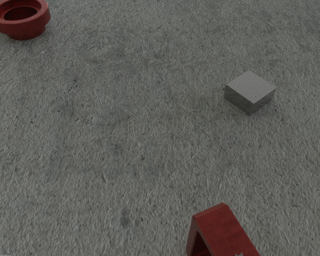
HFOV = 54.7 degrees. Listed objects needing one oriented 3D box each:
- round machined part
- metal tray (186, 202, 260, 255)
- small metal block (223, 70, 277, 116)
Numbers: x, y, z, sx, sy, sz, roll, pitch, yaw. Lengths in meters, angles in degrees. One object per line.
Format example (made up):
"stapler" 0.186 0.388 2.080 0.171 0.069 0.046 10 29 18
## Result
"round machined part" -0.245 -0.193 0.551 0.099 0.042 0.098 0 50 0
"metal tray" 0.066 0.137 0.246 0.030 0.089 0.130 -19 53 -16
"small metal block" 0.130 -0.052 0.448 0.050 0.025 0.050 -32 57 -25
